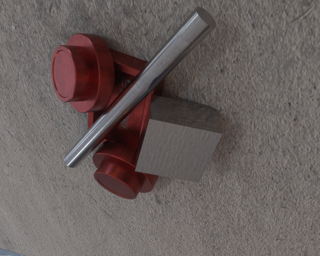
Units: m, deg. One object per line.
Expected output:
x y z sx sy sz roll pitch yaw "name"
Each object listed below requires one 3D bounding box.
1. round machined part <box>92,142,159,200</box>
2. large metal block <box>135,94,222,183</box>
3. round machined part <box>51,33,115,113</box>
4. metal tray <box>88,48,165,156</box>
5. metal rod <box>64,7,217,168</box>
-0.055 0.067 0.445 0.098 0.042 0.098 20 148 14 "round machined part"
0.019 0.014 0.372 0.081 0.050 0.079 12 127 -8 "large metal block"
-0.101 -0.067 0.383 0.098 0.042 0.097 12 106 47 "round machined part"
-0.049 -0.030 0.412 0.090 0.030 0.129 22 127 14 "metal tray"
-0.046 -0.026 0.378 0.025 0.025 0.299 46 129 -4 "metal rod"
